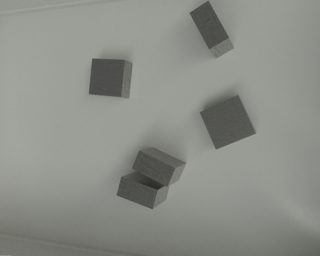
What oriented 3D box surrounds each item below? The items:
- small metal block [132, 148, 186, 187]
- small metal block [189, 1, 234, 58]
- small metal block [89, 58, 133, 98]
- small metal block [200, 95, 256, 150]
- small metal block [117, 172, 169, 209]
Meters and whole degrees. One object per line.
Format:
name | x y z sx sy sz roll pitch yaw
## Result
small metal block | 0.000 0.048 0.396 0.050 0.050 0.025 25 98 18
small metal block | 0.064 -0.117 0.374 0.025 0.050 0.050 -29 81 17
small metal block | -0.069 -0.069 0.434 0.050 0.025 0.050 7 92 19
small metal block | 0.084 -0.006 0.381 0.050 0.025 0.050 -25 82 18
small metal block | -0.020 0.079 0.403 0.050 0.050 0.025 16 96 19
